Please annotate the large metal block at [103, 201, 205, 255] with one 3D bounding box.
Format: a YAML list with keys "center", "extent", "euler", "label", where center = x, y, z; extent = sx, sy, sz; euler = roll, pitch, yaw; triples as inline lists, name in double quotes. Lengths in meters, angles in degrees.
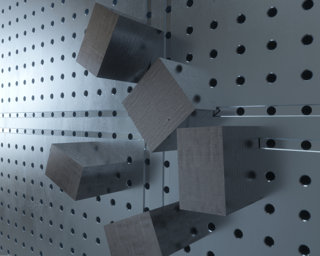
- center: [-0.007, 0.126, 0.378]
  extent: [0.080, 0.081, 0.050]
  euler: [-29, 72, 36]
  label: "large metal block"

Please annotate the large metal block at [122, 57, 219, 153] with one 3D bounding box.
- center: [0.010, -0.027, 0.383]
  extent: [0.080, 0.050, 0.080]
  euler: [-46, 63, 30]
  label: "large metal block"

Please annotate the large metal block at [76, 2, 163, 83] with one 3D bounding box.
- center: [-0.054, -0.110, 0.416]
  extent: [0.050, 0.081, 0.079]
  euler: [38, 113, 33]
  label: "large metal block"

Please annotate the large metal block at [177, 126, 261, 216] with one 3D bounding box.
- center: [0.063, 0.039, 0.320]
  extent: [0.050, 0.081, 0.080]
  euler: [-3, 88, 40]
  label: "large metal block"

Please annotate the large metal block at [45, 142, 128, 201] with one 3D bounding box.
- center: [-0.109, 0.060, 0.461]
  extent: [0.080, 0.081, 0.050]
  euler: [26, 106, 36]
  label: "large metal block"
